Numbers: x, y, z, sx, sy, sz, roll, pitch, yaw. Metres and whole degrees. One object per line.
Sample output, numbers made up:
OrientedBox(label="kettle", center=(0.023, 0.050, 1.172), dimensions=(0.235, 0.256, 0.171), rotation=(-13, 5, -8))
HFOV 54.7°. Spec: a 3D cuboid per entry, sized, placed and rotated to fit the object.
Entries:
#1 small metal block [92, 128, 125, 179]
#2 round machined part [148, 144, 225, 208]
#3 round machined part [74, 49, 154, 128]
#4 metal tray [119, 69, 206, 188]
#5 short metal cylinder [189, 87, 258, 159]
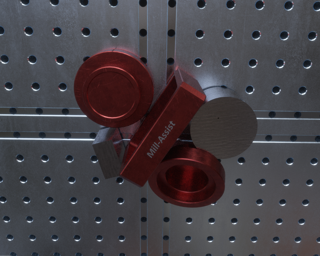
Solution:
OrientedBox(label="small metal block", center=(-0.064, 0.031, 0.406), dimensions=(0.025, 0.050, 0.050), rotation=(-14, 110, 5))
OrientedBox(label="round machined part", center=(0.037, 0.059, 0.410), dimensions=(0.098, 0.042, 0.097), rotation=(7, 132, 8))
OrientedBox(label="round machined part", center=(-0.057, -0.045, 0.382), dimensions=(0.099, 0.042, 0.097), rotation=(0, 110, 0))
OrientedBox(label="metal tray", center=(0.001, -0.003, 0.373), dimensions=(0.030, 0.090, 0.129), rotation=(31, 107, -11))
OrientedBox(label="short metal cylinder", center=(0.076, -0.007, 0.394), dimensions=(0.081, 0.050, 0.079), rotation=(0, 110, 0))
